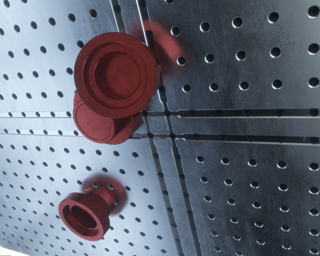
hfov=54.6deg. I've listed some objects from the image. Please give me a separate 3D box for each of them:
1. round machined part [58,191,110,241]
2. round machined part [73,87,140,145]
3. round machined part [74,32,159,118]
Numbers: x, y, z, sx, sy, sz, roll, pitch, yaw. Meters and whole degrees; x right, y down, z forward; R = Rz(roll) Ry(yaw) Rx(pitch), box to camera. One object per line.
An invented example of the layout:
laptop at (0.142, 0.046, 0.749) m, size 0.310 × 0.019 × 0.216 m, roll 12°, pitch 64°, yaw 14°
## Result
round machined part at (-0.133, 0.156, 0.567) m, size 0.098 × 0.042 × 0.097 m, roll 13°, pitch 124°, yaw 21°
round machined part at (-0.081, -0.017, 0.433) m, size 0.098 × 0.042 × 0.097 m, roll 13°, pitch 124°, yaw 21°
round machined part at (-0.048, -0.063, 0.372) m, size 0.098 × 0.042 × 0.097 m, roll 2°, pitch 101°, yaw 9°
